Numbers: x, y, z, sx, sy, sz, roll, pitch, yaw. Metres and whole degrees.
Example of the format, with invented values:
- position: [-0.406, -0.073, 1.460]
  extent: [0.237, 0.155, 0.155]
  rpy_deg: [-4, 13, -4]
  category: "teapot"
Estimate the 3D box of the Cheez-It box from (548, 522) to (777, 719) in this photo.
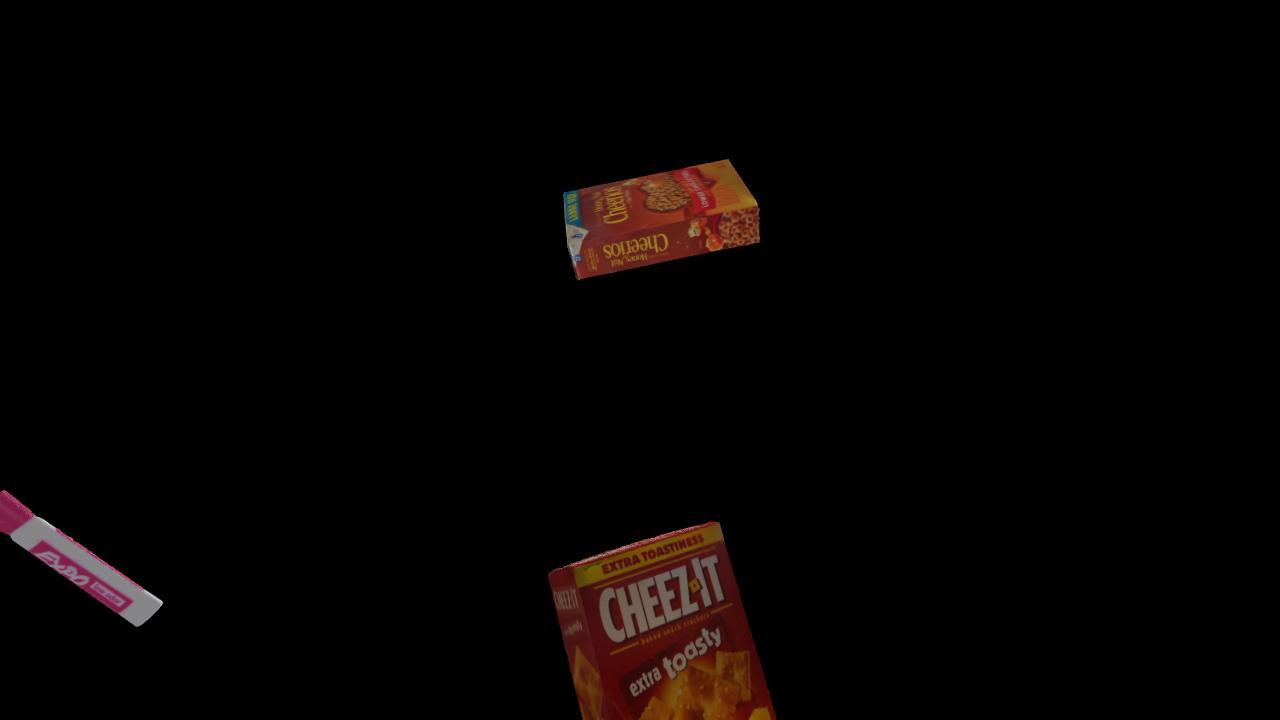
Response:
- position: [0.026, 0.279, 0.564]
  extent: [0.166, 0.223, 0.071]
  rpy_deg: [-6, -17, -33]
  category: "Cheez-It box"

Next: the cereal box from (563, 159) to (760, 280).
- position: [0.027, -0.242, 1.034]
  extent: [0.306, 0.081, 0.203]
  rpy_deg: [-11, 38, 0]
  category: "cereal box"

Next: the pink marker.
- position: [-0.360, 0.125, 0.389]
  extent: [0.020, 0.121, 0.020]
  rpy_deg: [-31, 22, 14]
  category: "pink marker"
